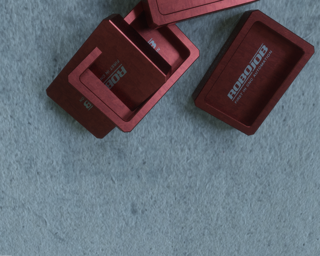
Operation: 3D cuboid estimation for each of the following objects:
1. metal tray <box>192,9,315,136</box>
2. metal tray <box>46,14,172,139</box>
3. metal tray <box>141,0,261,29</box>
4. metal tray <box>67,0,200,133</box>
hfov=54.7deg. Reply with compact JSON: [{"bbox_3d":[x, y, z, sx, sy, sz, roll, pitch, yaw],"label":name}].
[{"bbox_3d":[0.111,-0.066,0.384,0.090,0.030,0.129,29,107,-11],"label":"metal tray"},{"bbox_3d":[-0.062,-0.055,0.364,0.090,0.030,0.130,43,122,-13],"label":"metal tray"},{"bbox_3d":[0.041,-0.166,0.327,0.131,0.030,0.089,-17,105,-8],"label":"metal tray"},{"bbox_3d":[-0.029,-0.070,0.355,0.090,0.030,0.130,44,82,-15],"label":"metal tray"}]
